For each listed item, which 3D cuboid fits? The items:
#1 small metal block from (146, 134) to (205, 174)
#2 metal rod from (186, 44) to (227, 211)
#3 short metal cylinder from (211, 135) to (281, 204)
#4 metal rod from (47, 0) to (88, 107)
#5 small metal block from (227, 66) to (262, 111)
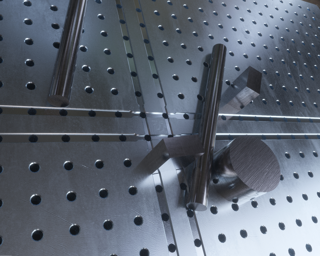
[{"bbox_3d":[0.019,0.032,0.382,0.050,0.050,0.025,-6,65,-31],"label":"small metal block"},{"bbox_3d":[0.075,-0.022,0.461,0.025,0.025,0.300,25,53,-13],"label":"metal rod"},{"bbox_3d":[0.113,0.056,0.419,0.081,0.050,0.080,14,56,-21],"label":"short metal cylinder"},{"bbox_3d":[-0.120,-0.159,0.440,0.025,0.025,0.299,13,56,-21],"label":"metal rod"},{"bbox_3d":[0.138,-0.064,0.506,0.025,0.050,0.050,28,52,-11],"label":"small metal block"}]
